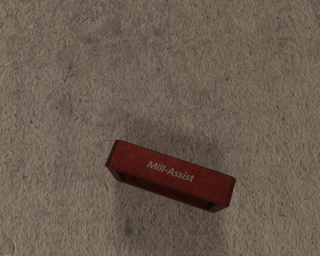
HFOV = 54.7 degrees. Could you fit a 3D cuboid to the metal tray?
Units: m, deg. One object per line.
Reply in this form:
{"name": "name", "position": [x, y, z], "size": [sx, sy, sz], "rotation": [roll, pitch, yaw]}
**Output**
{"name": "metal tray", "position": [0.010, 0.058, 0.352], "size": [0.131, 0.090, 0.030], "rotation": [18, 71, 6]}
